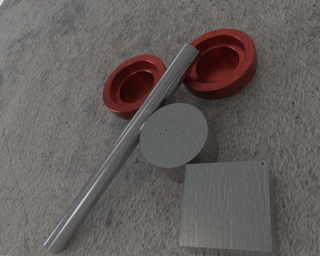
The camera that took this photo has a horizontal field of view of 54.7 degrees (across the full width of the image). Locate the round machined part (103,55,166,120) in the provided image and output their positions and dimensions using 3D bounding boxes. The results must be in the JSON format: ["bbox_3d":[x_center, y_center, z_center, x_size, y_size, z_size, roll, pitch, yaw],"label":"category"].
[{"bbox_3d":[-0.028,-0.053,0.439,0.098,0.042,0.098,-15,54,21],"label":"round machined part"}]

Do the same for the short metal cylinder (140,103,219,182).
[{"bbox_3d":[0.023,0.018,0.363,0.080,0.050,0.080,-11,59,20],"label":"short metal cylinder"}]

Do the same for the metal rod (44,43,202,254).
[{"bbox_3d":[-0.046,0.026,0.382,0.025,0.025,0.299,36,91,38],"label":"metal rod"}]

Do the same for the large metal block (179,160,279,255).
[{"bbox_3d":[0.069,0.080,0.303,0.080,0.050,0.080,-6,59,25],"label":"large metal block"}]

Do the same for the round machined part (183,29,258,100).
[{"bbox_3d":[0.076,-0.077,0.400,0.098,0.042,0.098,-13,56,21],"label":"round machined part"}]
